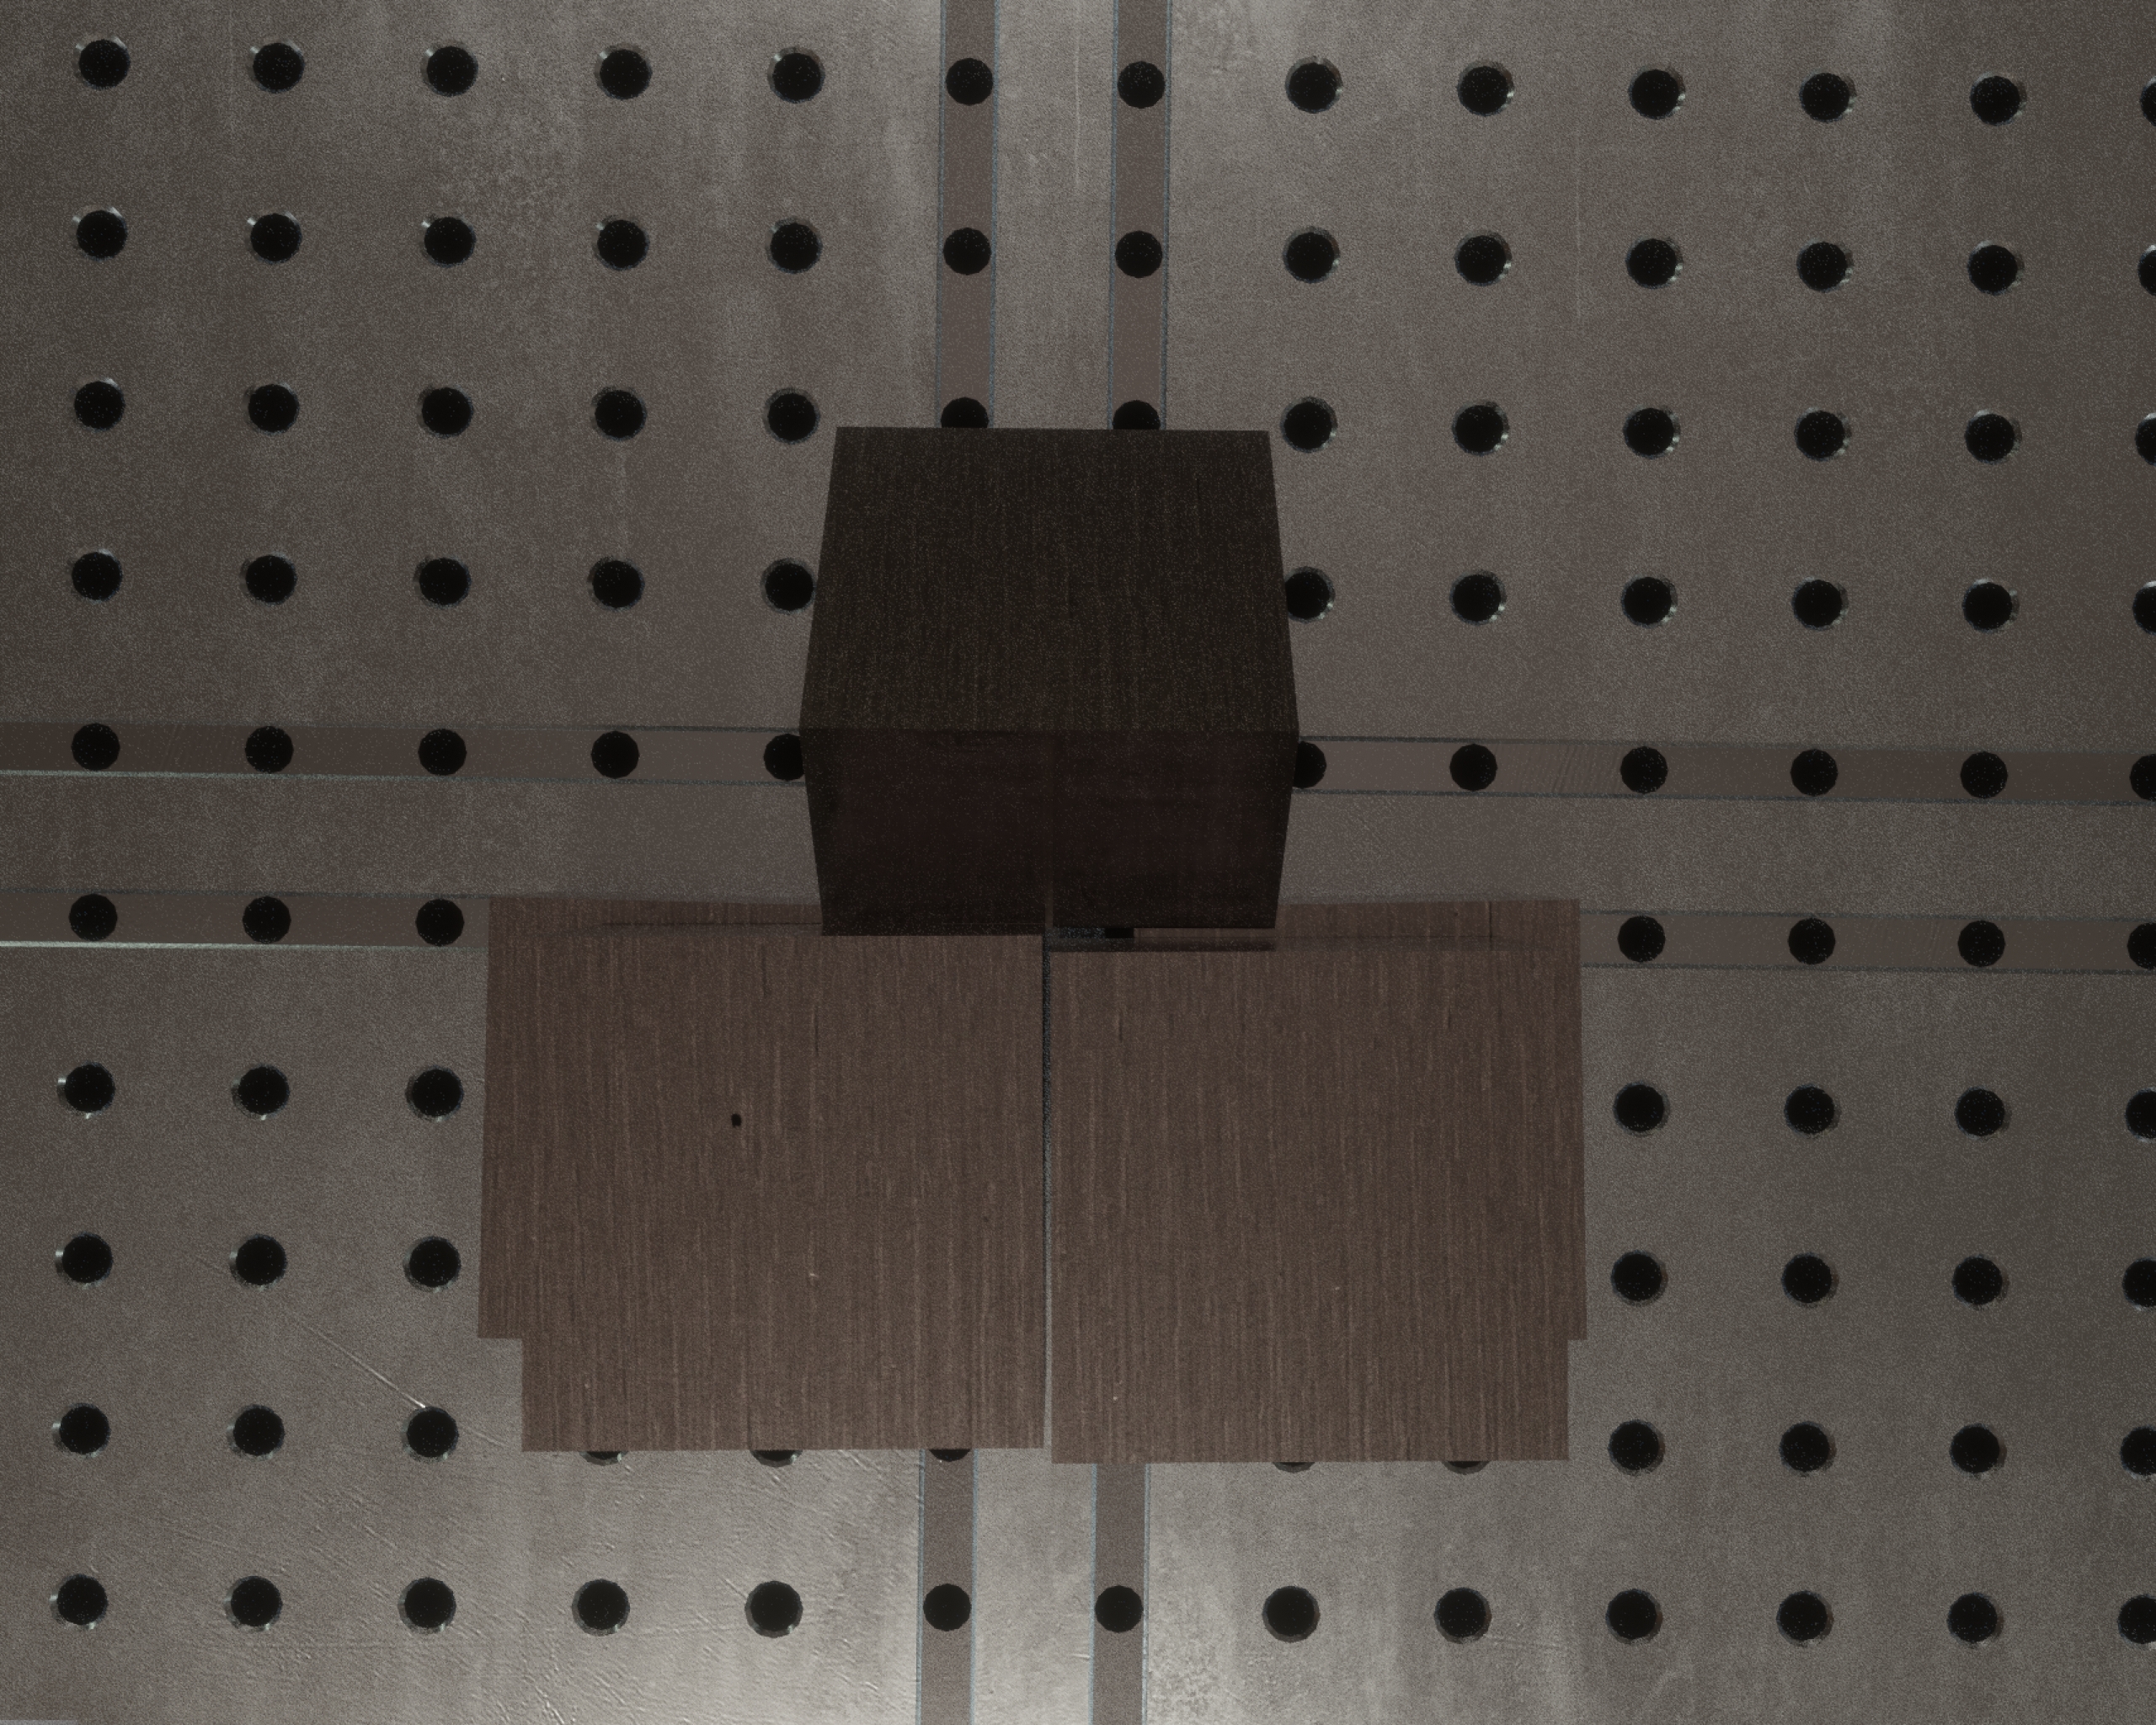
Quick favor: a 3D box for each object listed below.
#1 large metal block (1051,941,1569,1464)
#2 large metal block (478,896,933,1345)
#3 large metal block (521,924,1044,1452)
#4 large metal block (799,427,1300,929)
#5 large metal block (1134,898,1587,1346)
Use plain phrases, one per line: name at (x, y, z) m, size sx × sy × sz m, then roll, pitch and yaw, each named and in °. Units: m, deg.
large metal block at (0.036, 0.053, 0.349) m, size 0.081 × 0.050 × 0.079 m, roll 0°, pitch 90°, yaw -1°
large metal block at (-0.067, 0.047, 0.401) m, size 0.081 × 0.050 × 0.079 m, roll 2°, pitch 90°, yaw -1°
large metal block at (-0.046, 0.051, 0.347) m, size 0.081 × 0.050 × 0.079 m, roll 0°, pitch 90°, yaw -1°
large metal block at (-0.005, -0.035, 0.380) m, size 0.081 × 0.050 × 0.080 m, roll 0°, pitch 48°, yaw -1°
large metal block at (0.051, 0.047, 0.401) m, size 0.081 × 0.050 × 0.079 m, roll -1°, pitch 90°, yaw -1°
